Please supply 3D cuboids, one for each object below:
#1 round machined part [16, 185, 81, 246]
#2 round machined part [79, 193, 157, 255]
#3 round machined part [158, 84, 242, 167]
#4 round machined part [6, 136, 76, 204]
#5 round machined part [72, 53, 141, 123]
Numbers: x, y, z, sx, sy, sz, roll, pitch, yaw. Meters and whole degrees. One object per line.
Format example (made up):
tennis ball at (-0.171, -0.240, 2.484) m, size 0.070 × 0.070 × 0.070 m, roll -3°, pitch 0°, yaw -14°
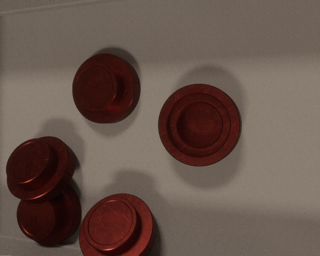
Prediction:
round machined part at (-0.171, 0.126, 0.460) m, size 0.098 × 0.042 × 0.097 m, roll 0°, pitch 90°, yaw 19°
round machined part at (-0.057, 0.127, 0.393) m, size 0.098 × 0.042 × 0.098 m, roll -7°, pitch 50°, yaw 9°
round machined part at (0.051, -0.003, 0.383) m, size 0.098 × 0.042 × 0.097 m, roll 0°, pitch 90°, yaw 19°
round machined part at (-0.174, 0.054, 0.438) m, size 0.098 × 0.042 × 0.098 m, roll -9°, pitch 57°, yaw 14°
round machined part at (-0.080, -0.055, 0.429) m, size 0.098 × 0.042 × 0.097 m, roll 0°, pitch 90°, yaw 19°
